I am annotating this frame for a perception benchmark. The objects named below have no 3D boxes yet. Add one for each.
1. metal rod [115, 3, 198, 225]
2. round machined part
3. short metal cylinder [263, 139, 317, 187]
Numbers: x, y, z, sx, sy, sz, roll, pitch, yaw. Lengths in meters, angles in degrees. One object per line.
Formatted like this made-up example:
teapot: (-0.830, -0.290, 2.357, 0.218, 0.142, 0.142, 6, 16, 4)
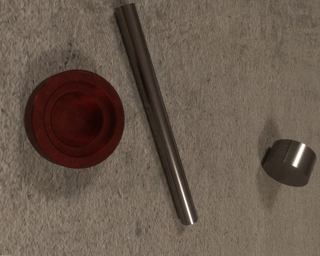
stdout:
metal rod: (0.000, -0.007, 0.406, 0.025, 0.025, 0.298, -28, 108, -37)
round machined part: (-0.089, -0.009, 0.320, 0.099, 0.042, 0.097, 0, 90, -40)
short metal cylinder: (0.240, 0.065, 0.574, 0.080, 0.080, 0.050, 49, 61, -29)
